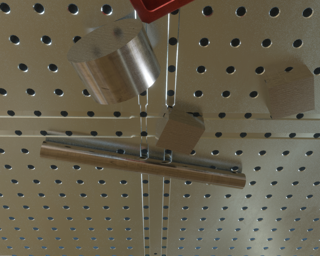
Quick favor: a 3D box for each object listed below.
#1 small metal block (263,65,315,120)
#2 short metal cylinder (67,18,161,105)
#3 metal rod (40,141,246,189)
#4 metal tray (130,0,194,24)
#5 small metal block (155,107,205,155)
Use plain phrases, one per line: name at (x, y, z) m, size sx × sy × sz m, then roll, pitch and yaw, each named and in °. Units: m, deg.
small metal block at (0.157, -0.042, 0.377) m, size 0.050 × 0.025 × 0.050 m, roll -15°, pitch 129°, yaw 12°
short metal cylinder at (-0.046, -0.069, 0.316) m, size 0.080 × 0.080 × 0.050 m, roll -16°, pitch 128°, yaw 13°
metal rod at (-0.018, 0.057, 0.459) m, size 0.302 × 0.025 × 0.025 m, roll 10°, pitch 129°, yaw -9°
metal tray at (0.021, -0.162, 0.270) m, size 0.130 × 0.030 × 0.090 m, roll -22°, pitch 127°, yaw 17°
small metal block at (0.026, 0.005, 0.416) m, size 0.050 × 0.025 × 0.050 m, roll 16°, pitch 128°, yaw -13°
